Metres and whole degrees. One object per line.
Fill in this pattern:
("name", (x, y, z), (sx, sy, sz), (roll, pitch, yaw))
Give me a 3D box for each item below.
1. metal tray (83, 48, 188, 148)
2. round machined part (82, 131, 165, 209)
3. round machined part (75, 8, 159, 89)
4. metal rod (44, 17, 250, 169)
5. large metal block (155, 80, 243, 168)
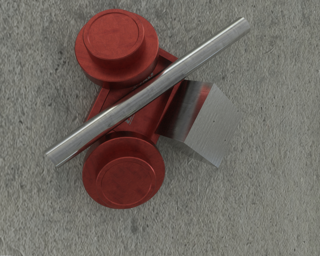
("metal tray", (-0.029, -0.043, 0.397), (0.090, 0.030, 0.130), (26, 81, -18))
("round machined part", (-0.041, 0.056, 0.368), (0.099, 0.042, 0.097), (-4, 111, -11))
("round machined part", (-0.051, -0.098, 0.361), (0.099, 0.042, 0.098), (0, 71, 1))
("metal rod", (-0.002, -0.052, 0.378), (0.301, 0.025, 0.025), (-37, 102, -16))
("large metal block", (0.053, -0.005, 0.402), (0.080, 0.050, 0.080), (36, 77, -41))
